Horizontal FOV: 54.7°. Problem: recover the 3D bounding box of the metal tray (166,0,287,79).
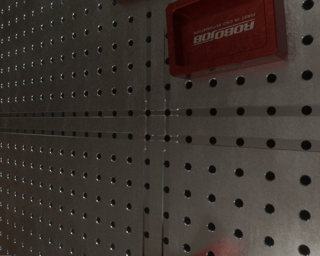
[{"bbox_3d":[0.068,-0.111,0.348,0.130,0.030,0.089,-5,87,39],"label":"metal tray"}]
